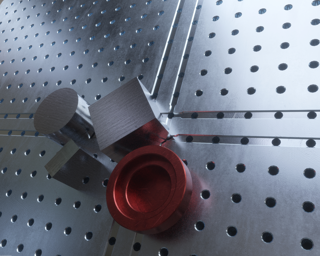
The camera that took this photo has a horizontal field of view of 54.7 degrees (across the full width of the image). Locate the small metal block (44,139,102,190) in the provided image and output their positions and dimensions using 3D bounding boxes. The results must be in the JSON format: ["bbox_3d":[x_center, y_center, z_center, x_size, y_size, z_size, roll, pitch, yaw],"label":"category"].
[{"bbox_3d":[-0.117,0.050,0.421,0.050,0.050,0.025,-47,52,-5],"label":"small metal block"}]

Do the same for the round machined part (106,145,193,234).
[{"bbox_3d":[-0.009,0.072,0.357,0.098,0.042,0.098,-13,57,20],"label":"round machined part"}]

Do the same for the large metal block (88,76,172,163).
[{"bbox_3d":[-0.042,-0.009,0.418,0.080,0.050,0.080,-31,52,8],"label":"large metal block"}]

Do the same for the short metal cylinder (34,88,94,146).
[{"bbox_3d":[-0.143,-0.015,0.474,0.080,0.050,0.080,-13,56,20],"label":"short metal cylinder"}]
